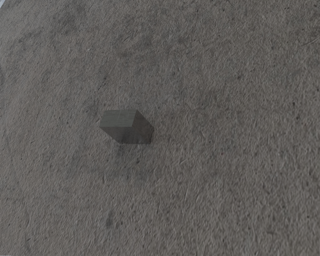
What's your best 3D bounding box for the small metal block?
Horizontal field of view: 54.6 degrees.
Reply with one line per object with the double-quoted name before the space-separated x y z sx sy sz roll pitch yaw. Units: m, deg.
"small metal block" -0.043 -0.001 0.412 0.050 0.050 0.025 0 62 28
